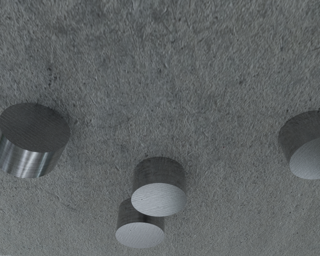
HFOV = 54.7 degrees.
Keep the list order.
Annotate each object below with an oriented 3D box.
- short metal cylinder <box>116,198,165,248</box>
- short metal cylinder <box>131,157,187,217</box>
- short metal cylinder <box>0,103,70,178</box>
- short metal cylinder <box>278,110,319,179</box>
[{"bbox_3d":[-0.033,0.161,0.528,0.081,0.050,0.079,0,130,0],"label":"short metal cylinder"},{"bbox_3d":[-0.001,0.089,0.466,0.081,0.050,0.079,0,130,0],"label":"short metal cylinder"},{"bbox_3d":[-0.159,0.015,0.382,0.080,0.080,0.050,23,126,-18],"label":"short metal cylinder"},{"bbox_3d":[0.206,0.023,0.412,0.081,0.050,0.079,0,130,0],"label":"short metal cylinder"}]
